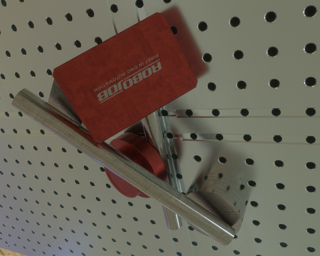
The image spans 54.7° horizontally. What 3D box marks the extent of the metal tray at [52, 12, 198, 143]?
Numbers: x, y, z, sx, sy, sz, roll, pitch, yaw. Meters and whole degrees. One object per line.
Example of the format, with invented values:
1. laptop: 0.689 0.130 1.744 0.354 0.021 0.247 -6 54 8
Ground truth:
1. metal tray: -0.036 -0.055 0.341 0.131 0.030 0.090 -31 105 -6

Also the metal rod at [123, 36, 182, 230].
1. metal rod: -0.005 0.022 0.426 0.025 0.025 0.298 2 120 27

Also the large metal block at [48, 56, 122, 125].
1. large metal block: -0.097 -0.039 0.402 0.050 0.080 0.079 36 129 4

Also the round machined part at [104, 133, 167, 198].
1. round machined part: -0.041 0.059 0.436 0.098 0.042 0.097 27 134 32

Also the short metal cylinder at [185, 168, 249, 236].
1. short metal cylinder: 0.075 0.101 0.418 0.080 0.050 0.079 13 124 20

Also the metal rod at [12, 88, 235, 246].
1. metal rod: -0.038 0.050 0.369 0.301 0.025 0.025 35 129 -6
